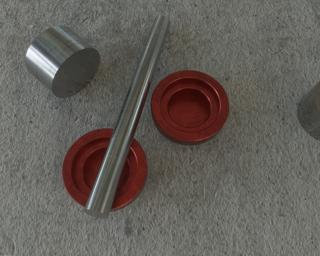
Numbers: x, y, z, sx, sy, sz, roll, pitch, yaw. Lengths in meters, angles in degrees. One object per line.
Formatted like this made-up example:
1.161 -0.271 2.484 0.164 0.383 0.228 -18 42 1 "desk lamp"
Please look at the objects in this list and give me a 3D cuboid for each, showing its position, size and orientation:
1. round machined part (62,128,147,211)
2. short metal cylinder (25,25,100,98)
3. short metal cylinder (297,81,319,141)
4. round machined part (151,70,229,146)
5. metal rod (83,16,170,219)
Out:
-0.064 0.053 0.379 0.099 0.042 0.098 0 70 0 "round machined part"
-0.126 -0.086 0.409 0.050 0.080 0.080 41 75 13 "short metal cylinder"
0.232 -0.026 0.407 0.081 0.050 0.080 0 70 0 "short metal cylinder"
0.038 -0.023 0.408 0.099 0.042 0.098 0 70 -1 "round machined part"
-0.030 -0.037 0.387 0.025 0.025 0.300 13 58 4 "metal rod"
